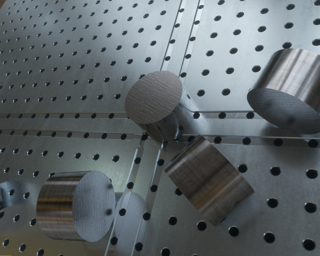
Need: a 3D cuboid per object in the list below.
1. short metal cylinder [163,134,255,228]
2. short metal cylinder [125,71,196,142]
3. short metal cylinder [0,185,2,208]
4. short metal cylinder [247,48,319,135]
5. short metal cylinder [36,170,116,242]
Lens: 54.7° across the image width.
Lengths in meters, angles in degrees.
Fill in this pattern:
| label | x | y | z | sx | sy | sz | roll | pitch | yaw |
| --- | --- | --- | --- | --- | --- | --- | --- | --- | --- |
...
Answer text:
| label | x | y | z | sx | sy | sz | roll | pitch | yaw |
| --- | --- | --- | --- | --- | --- | --- | --- | --- | --- |
| short metal cylinder | 0.048 | 0.053 | 0.315 | 0.050 | 0.080 | 0.080 | -43 | 51 | -1 |
| short metal cylinder | 0.001 | -0.028 | 0.409 | 0.080 | 0.050 | 0.080 | -13 | 56 | 21 |
| short metal cylinder | -0.283 | 0.098 | 0.462 | 0.080 | 0.080 | 0.050 | -37 | 51 | 3 |
| short metal cylinder | 0.139 | -0.036 | 0.322 | 0.080 | 0.080 | 0.050 | 25 | 75 | 36 |
| short metal cylinder | -0.097 | 0.092 | 0.367 | 0.050 | 0.080 | 0.080 | -7 | 59 | 25 |
